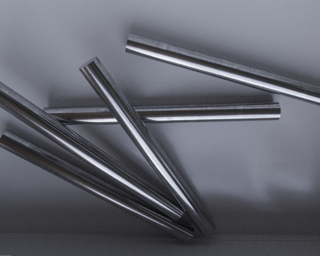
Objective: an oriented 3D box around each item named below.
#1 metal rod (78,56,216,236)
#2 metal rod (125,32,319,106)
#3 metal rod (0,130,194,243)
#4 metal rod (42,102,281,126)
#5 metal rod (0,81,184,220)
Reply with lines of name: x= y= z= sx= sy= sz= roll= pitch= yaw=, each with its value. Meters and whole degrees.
metal rod: x=-0.004 y=0.040 z=0.406 sx=0.025 sy=0.025 sz=0.299 roll=-30 pitch=115 yaw=10
metal rod: x=0.107 y=-0.066 z=0.387 sx=0.302 sy=0.025 sz=0.025 roll=14 pitch=110 yaw=-6
metal rod: x=-0.083 y=0.088 z=0.442 sx=0.301 sy=0.025 sz=0.025 roll=30 pitch=107 yaw=-11
metal rod: x=0.002 y=-0.018 z=0.404 sx=0.302 sy=0.025 sz=0.025 roll=-1 pitch=110 yaw=0
metal rod: x=-0.084 y=0.039 z=0.406 sx=0.301 sy=0.025 sz=0.025 roll=38 pitch=106 yaw=-20
